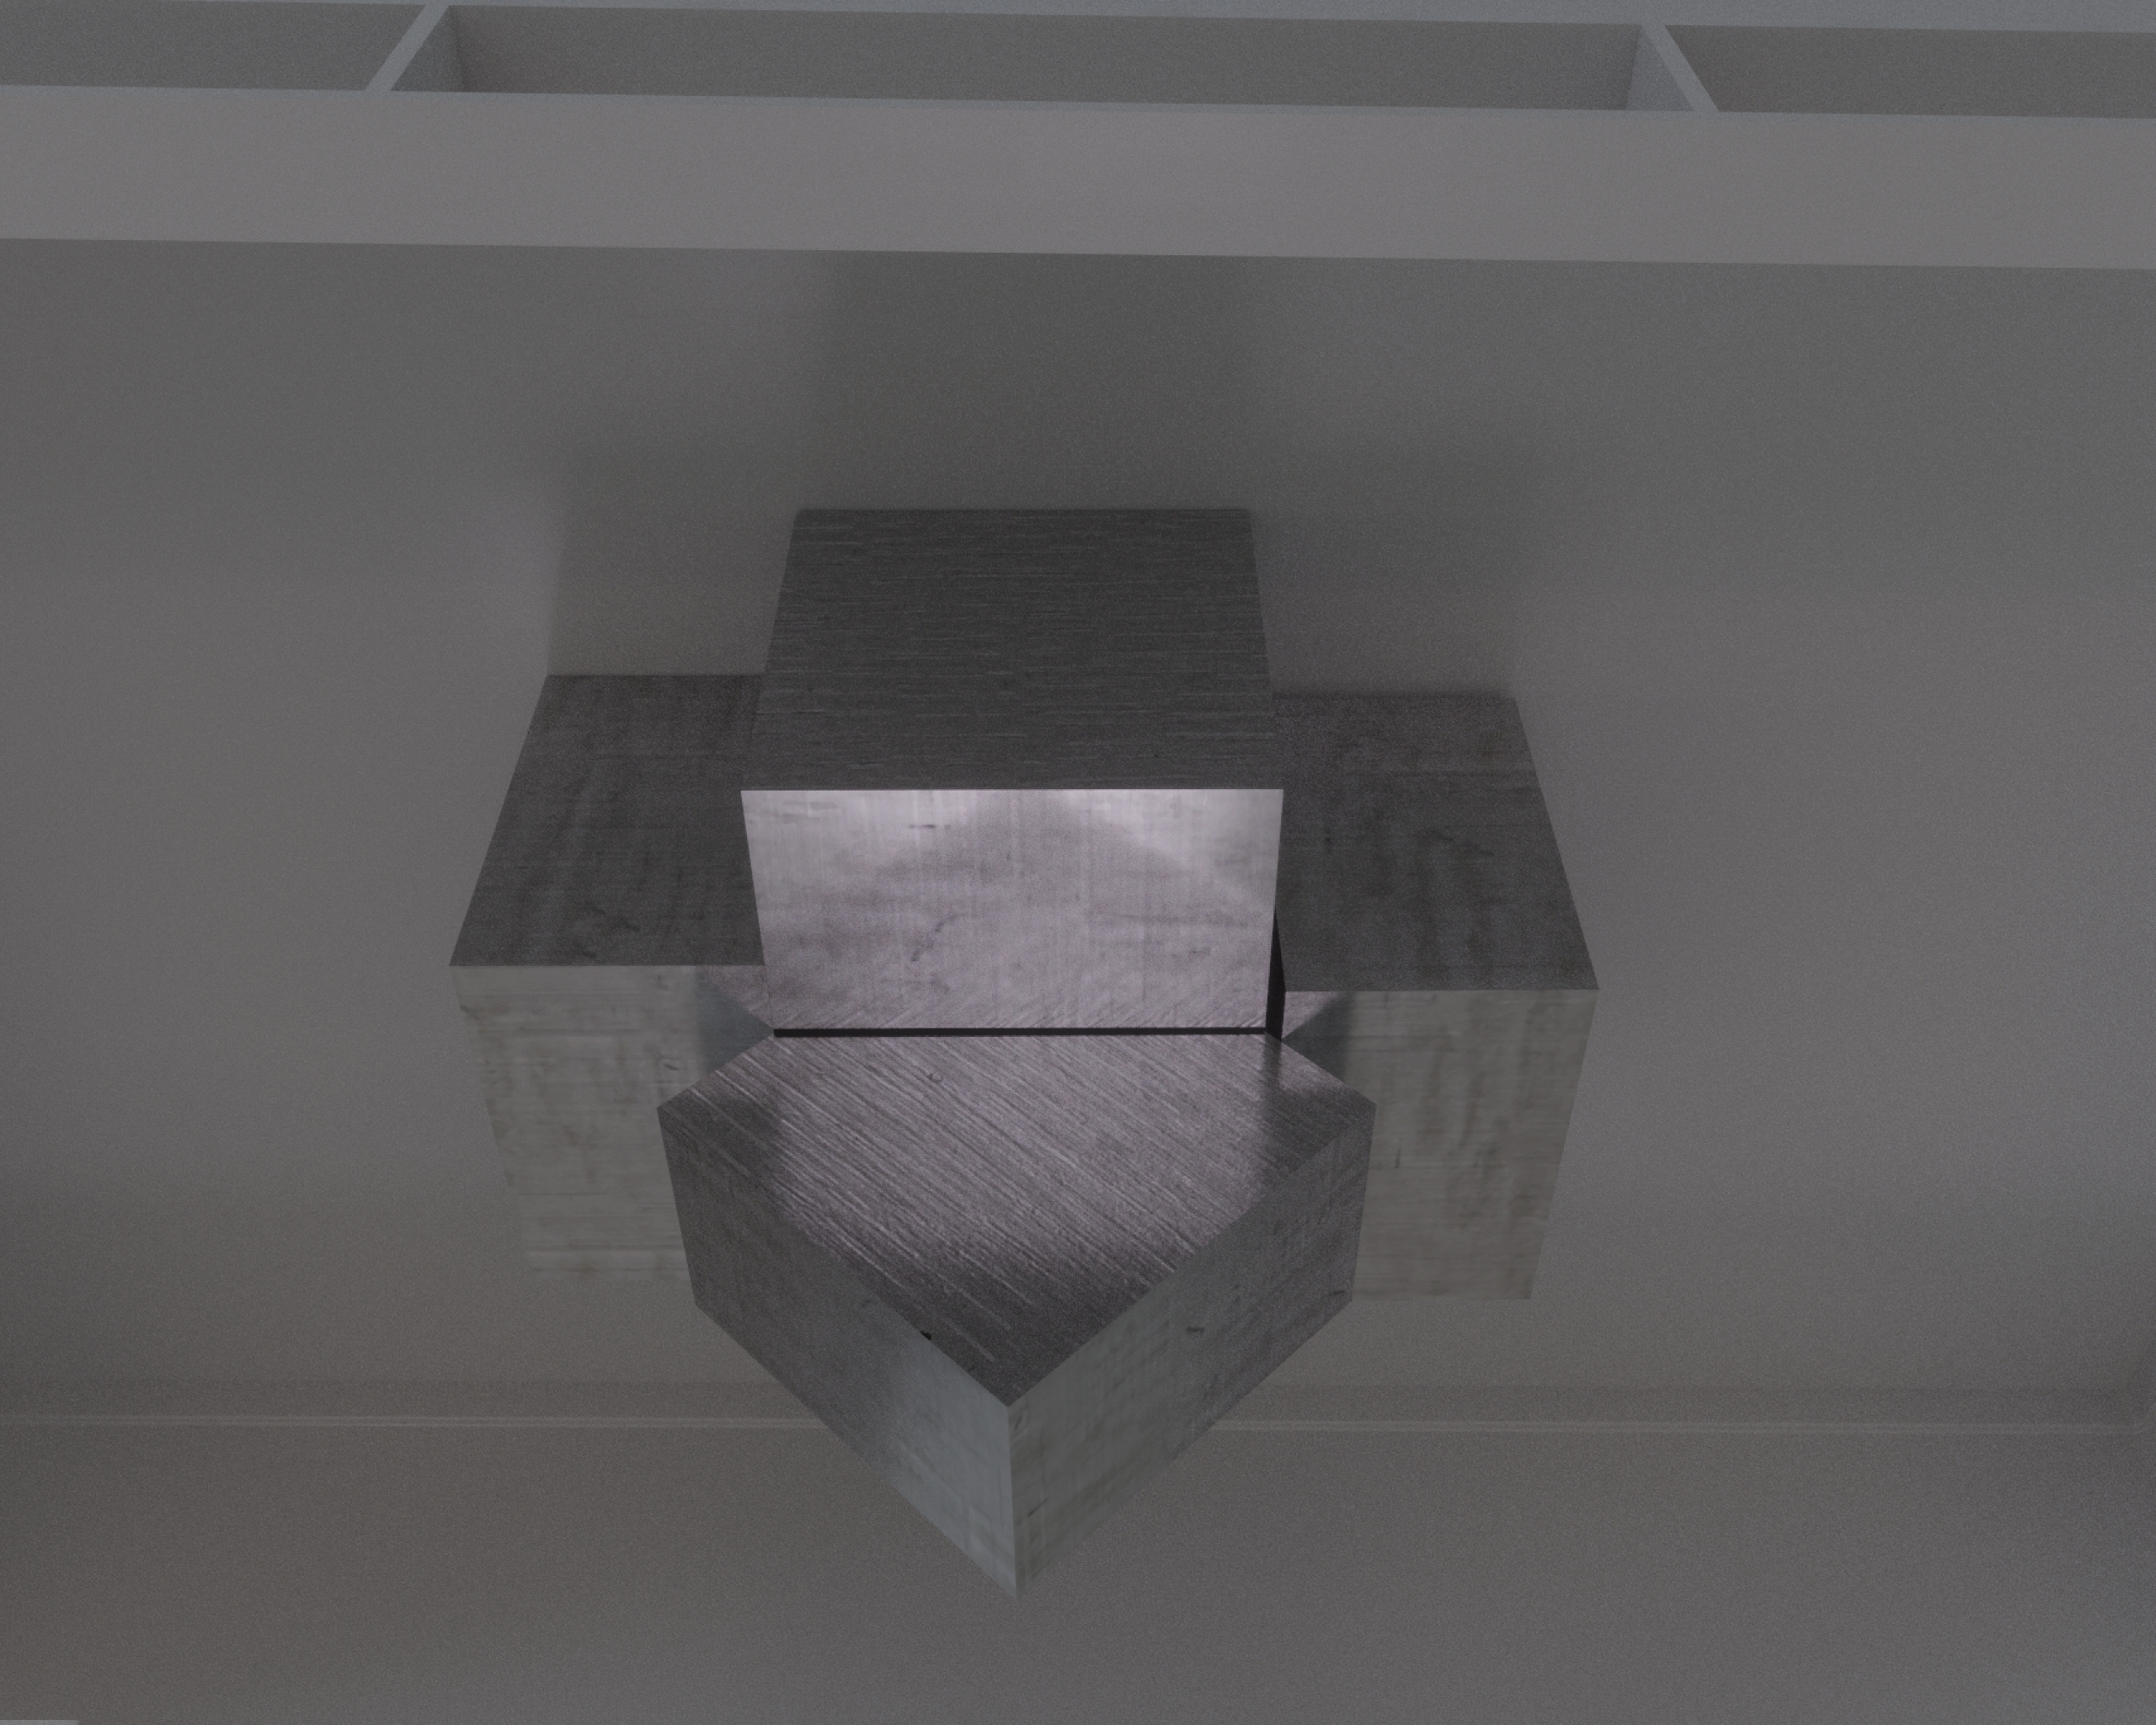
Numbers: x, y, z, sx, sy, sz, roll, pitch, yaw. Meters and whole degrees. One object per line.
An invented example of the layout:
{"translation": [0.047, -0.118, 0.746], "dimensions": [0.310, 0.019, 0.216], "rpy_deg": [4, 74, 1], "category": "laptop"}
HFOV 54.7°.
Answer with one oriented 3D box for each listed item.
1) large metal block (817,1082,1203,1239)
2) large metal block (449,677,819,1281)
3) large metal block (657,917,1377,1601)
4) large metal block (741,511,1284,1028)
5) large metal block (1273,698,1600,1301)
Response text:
{"translation": [-0.009, 0.059, 0.421], "dimensions": [0.081, 0.080, 0.050], "rpy_deg": [0, 130, 0], "category": "large metal block"}
{"translation": [-0.075, 0.021, 0.389], "dimensions": [0.050, 0.080, 0.079], "rpy_deg": [0, 130, 0], "category": "large metal block"}
{"translation": [-0.009, 0.057, 0.346], "dimensions": [0.081, 0.080, 0.050], "rpy_deg": [-33, 140, -33], "category": "large metal block"}
{"translation": [-0.010, -0.018, 0.356], "dimensions": [0.081, 0.080, 0.050], "rpy_deg": [0, 130, 0], "category": "large metal block"}
{"translation": [0.058, 0.025, 0.390], "dimensions": [0.050, 0.080, 0.079], "rpy_deg": [0, 130, -1], "category": "large metal block"}
